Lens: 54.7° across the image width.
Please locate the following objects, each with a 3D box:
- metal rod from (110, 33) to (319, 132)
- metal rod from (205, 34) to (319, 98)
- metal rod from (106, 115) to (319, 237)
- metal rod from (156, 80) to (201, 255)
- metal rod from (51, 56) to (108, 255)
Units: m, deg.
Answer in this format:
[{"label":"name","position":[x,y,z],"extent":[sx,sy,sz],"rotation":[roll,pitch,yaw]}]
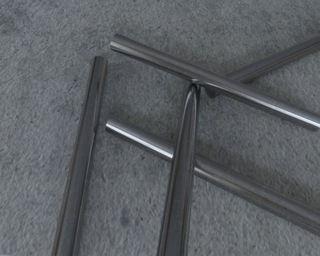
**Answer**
[{"label":"metal rod","position":[0.073,-0.065,0.427],"extent":[0.301,0.025,0.025],"rotation":[23,53,6]},{"label":"metal rod","position":[0.201,-0.114,0.501],"extent":[0.302,0.025,0.025],"rotation":[-25,55,-20]},{"label":"metal rod","position":[0.066,0.054,0.358],"extent":[0.301,0.025,0.025],"rotation":[25,54,19]},{"label":"metal rod","position":[0.027,0.026,0.344],"extent":[0.025,0.025,0.300],"rotation":[7,39,5]},{"label":"metal rod","position":[-0.093,0.011,0.392],"extent":[0.025,0.025,0.300],"rotation":[0,50,-1]}]
